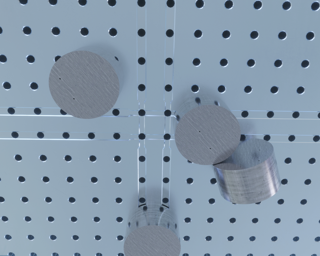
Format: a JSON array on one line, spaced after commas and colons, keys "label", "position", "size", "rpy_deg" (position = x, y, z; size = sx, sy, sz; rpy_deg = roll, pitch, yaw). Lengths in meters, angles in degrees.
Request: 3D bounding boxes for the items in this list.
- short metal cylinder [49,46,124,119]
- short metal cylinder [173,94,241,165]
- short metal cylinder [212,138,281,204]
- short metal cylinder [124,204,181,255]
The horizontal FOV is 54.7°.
[{"label": "short metal cylinder", "position": [-0.087, -0.057, 0.378], "size": [0.081, 0.050, 0.079], "rpy_deg": [0, 110, -1]}, {"label": "short metal cylinder", "position": [0.058, 0.001, 0.401], "size": [0.081, 0.050, 0.079], "rpy_deg": [0, 110, 0]}, {"label": "short metal cylinder", "position": [0.112, 0.054, 0.406], "size": [0.080, 0.080, 0.050], "rpy_deg": [-17, 109, 6]}, {"label": "short metal cylinder", "position": [-0.011, 0.161, 0.459], "size": [0.081, 0.050, 0.079], "rpy_deg": [0, 110, -1]}]
